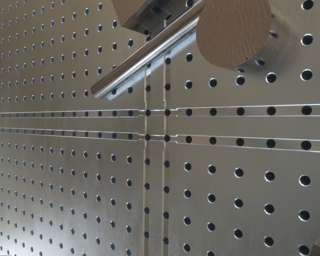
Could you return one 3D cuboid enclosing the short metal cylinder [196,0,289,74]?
[{"bbox_3d":[0.085,-0.099,0.322,0.080,0.050,0.079,0,90,39],"label":"short metal cylinder"}]

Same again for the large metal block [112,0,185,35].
[{"bbox_3d":[-0.020,-0.184,0.408,0.080,0.050,0.080,-32,70,35],"label":"large metal block"}]

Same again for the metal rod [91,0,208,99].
[{"bbox_3d":[0.008,-0.115,0.400,0.299,0.025,0.025,-29,72,36],"label":"metal rod"}]

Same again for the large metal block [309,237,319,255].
[{"bbox_3d":[0.162,0.121,0.239,0.080,0.081,0.050,23,105,37],"label":"large metal block"}]
